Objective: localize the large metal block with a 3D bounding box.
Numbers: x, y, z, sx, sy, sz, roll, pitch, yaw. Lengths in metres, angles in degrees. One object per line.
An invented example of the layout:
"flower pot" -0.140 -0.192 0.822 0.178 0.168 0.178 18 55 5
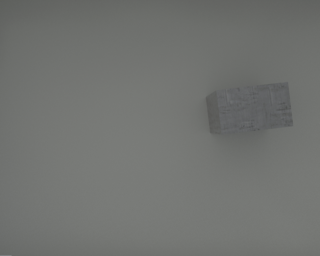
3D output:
"large metal block" 0.106 -0.022 0.385 0.080 0.080 0.050 -7 90 0
